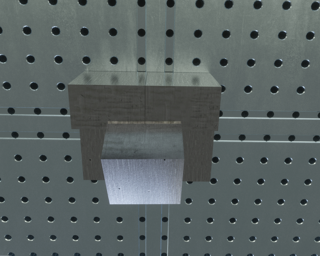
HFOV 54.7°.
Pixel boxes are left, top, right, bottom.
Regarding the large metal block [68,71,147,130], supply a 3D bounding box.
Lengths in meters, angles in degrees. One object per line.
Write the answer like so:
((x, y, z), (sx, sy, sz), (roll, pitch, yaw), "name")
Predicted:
((-0.057, -0.035, 0.369), (0.081, 0.080, 0.050), (1, 110, -1), "large metal block")

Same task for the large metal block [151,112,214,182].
((0.025, 0.022, 0.406), (0.081, 0.050, 0.079), (1, 110, -1), "large metal block")

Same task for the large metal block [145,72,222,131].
((0.024, -0.034, 0.371), (0.081, 0.080, 0.050), (1, 110, -1), "large metal block")

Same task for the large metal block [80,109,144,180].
((-0.057, 0.021, 0.405), (0.081, 0.050, 0.079), (1, 110, -1), "large metal block")

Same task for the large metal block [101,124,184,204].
((-0.017, 0.041, 0.344), (0.081, 0.050, 0.079), (0, 134, -1), "large metal block")
